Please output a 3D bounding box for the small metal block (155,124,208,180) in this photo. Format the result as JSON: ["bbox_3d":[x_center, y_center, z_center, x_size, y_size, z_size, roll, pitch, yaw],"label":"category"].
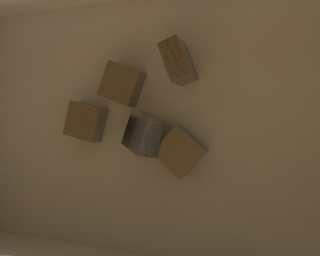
[{"bbox_3d":[0.026,0.030,0.401,0.050,0.025,0.050,43,103,14],"label":"small metal block"}]

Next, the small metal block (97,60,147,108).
[{"bbox_3d":[-0.052,-0.061,0.428,0.050,0.025,0.050,22,97,18],"label":"small metal block"}]

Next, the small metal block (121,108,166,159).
[{"bbox_3d":[-0.023,0.006,0.404,0.050,0.025,0.050,28,102,56],"label":"small metal block"}]

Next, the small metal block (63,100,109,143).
[{"bbox_3d":[-0.107,-0.009,0.447,0.050,0.025,0.050,15,95,19],"label":"small metal block"}]

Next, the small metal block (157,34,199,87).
[{"bbox_3d":[0.024,-0.083,0.388,0.025,0.050,0.050,-20,83,19],"label":"small metal block"}]
